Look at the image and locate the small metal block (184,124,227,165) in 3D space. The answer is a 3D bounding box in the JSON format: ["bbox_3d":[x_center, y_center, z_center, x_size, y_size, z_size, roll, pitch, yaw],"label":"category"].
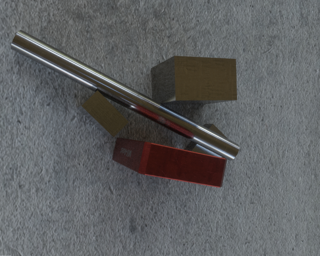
[{"bbox_3d":[0.071,0.029,0.438,0.050,0.025,0.050,43,76,-15],"label":"small metal block"}]

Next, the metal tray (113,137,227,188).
[{"bbox_3d":[0.004,0.036,0.357,0.091,0.130,0.030,13,86,-20],"label":"metal tray"}]

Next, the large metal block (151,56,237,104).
[{"bbox_3d":[0.041,-0.057,0.396,0.081,0.080,0.050,-2,91,-20],"label":"large metal block"}]

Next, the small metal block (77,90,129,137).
[{"bbox_3d":[-0.070,-0.016,0.371,0.050,0.050,0.025,46,76,-15],"label":"small metal block"}]

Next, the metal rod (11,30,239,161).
[{"bbox_3d":[-0.031,-0.034,0.385,0.301,0.025,0.025,27,81,-13],"label":"metal rod"}]
